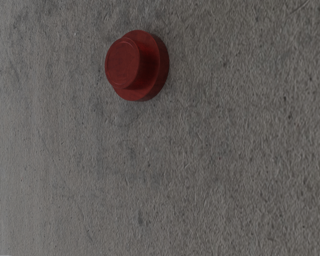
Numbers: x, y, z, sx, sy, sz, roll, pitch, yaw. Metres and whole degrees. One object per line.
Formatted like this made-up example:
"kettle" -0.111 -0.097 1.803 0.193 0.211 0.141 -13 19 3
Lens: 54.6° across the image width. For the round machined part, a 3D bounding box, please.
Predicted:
"round machined part" -0.038 -0.086 0.427 0.098 0.042 0.097 0 90 40
